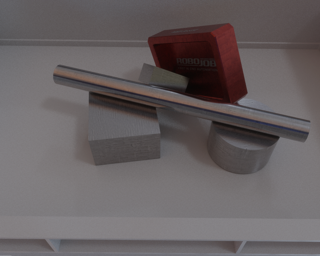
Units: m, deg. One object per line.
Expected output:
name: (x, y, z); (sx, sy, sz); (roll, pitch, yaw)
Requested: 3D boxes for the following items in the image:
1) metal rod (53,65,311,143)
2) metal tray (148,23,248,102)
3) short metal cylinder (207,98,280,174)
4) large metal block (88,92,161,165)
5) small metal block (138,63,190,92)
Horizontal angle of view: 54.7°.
metal rod: (0.015, -0.032, 0.364); (0.301, 0.025, 0.025); (14, 51, 11)
metal tray: (0.044, -0.081, 0.397); (0.030, 0.090, 0.130); (-33, 28, -26)
short metal cylinder: (0.101, 0.009, 0.381); (0.081, 0.050, 0.080); (0, 50, 0)
large metal block: (-0.045, -0.004, 0.390); (0.081, 0.050, 0.080); (-6, 50, -6)
small metal block: (0.004, -0.065, 0.414); (0.050, 0.025, 0.050); (15, 10, -22)
